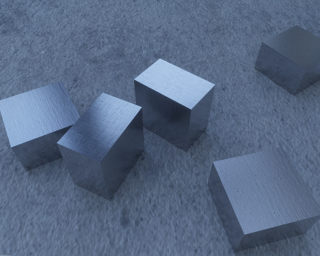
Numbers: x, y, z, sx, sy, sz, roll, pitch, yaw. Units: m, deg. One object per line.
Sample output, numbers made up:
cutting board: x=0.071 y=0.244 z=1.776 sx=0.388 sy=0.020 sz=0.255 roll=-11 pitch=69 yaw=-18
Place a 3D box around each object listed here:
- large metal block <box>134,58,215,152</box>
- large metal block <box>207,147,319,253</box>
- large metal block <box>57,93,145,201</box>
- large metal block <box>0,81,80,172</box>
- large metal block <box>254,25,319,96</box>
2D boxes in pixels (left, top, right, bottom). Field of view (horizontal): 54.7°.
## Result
large metal block: x=0.017 y=-0.028 z=0.392 sx=0.080 sy=0.080 sz=0.050 roll=30 pitch=56 yaw=22
large metal block: x=0.104 y=0.074 z=0.326 sx=0.081 sy=0.050 sz=0.080 roll=-11 pitch=51 yaw=-9
large metal block: x=-0.060 y=0.021 z=0.349 sx=0.050 sy=0.080 sz=0.080 roll=21 pitch=53 yaw=17
large metal block: x=-0.145 y=-0.005 z=0.389 sx=0.081 sy=0.050 sz=0.080 roll=-22 pitch=54 yaw=-18
large metal block: x=0.210 y=-0.106 z=0.479 sx=0.081 sy=0.050 sz=0.080 roll=-29 pitch=56 yaw=-22
